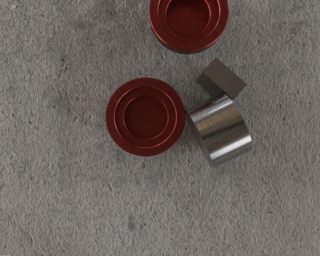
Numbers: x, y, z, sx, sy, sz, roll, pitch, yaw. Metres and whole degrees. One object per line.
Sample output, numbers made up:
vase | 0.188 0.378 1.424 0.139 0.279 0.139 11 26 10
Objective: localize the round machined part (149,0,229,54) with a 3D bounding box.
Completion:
round machined part | 0.036 -0.144 0.402 0.099 0.042 0.097 0 90 -1

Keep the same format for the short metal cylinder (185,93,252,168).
short metal cylinder | 0.071 0.003 0.383 0.050 0.080 0.080 -26 90 0

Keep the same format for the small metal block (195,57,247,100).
small metal block | 0.077 -0.058 0.398 0.050 0.050 0.025 41 85 -1

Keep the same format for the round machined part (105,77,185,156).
round machined part | -0.018 -0.014 0.401 0.099 0.042 0.097 0 90 0
